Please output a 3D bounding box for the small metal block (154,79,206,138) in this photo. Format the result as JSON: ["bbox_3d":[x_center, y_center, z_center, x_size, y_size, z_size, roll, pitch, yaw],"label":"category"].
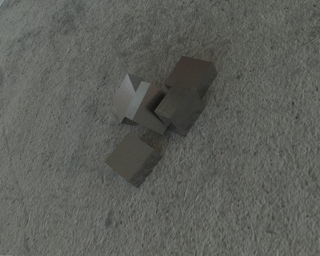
[{"bbox_3d":[0.026,-0.024,0.388,0.025,0.050,0.050,27,77,36],"label":"small metal block"}]

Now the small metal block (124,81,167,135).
[{"bbox_3d":[-0.010,-0.025,0.398,0.025,0.050,0.050,26,90,57],"label":"small metal block"}]

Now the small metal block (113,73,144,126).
[{"bbox_3d":[-0.039,-0.039,0.433,0.050,0.025,0.050,-54,42,32],"label":"small metal block"}]

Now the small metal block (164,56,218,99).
[{"bbox_3d":[0.042,-0.067,0.423,0.050,0.025,0.050,22,73,36],"label":"small metal block"}]

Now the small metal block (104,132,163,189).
[{"bbox_3d":[-0.034,0.040,0.397,0.050,0.025,0.050,32,79,38],"label":"small metal block"}]
